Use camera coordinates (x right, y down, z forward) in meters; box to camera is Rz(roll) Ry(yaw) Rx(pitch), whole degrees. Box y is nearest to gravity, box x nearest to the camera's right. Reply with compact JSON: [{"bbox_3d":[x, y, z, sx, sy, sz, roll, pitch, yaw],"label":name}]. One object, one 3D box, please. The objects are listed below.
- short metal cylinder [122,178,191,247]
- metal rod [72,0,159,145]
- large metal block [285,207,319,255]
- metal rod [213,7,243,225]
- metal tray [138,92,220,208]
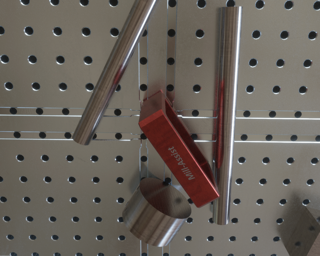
[{"bbox_3d":[-0.004,0.114,0.426,0.080,0.080,0.050,28,108,-10],"label":"short metal cylinder"},{"bbox_3d":[-0.037,-0.108,0.373,0.025,0.025,0.298,26,108,-9],"label":"metal rod"},{"bbox_3d":[0.251,0.175,0.467,0.080,0.050,0.079,14,109,-6],"label":"large metal block"},{"bbox_3d":[0.088,-0.002,0.413,0.025,0.025,0.298,-1,110,0],"label":"metal rod"},{"bbox_3d":[0.024,0.024,0.387,0.030,0.090,0.130,-31,107,11],"label":"metal tray"}]
